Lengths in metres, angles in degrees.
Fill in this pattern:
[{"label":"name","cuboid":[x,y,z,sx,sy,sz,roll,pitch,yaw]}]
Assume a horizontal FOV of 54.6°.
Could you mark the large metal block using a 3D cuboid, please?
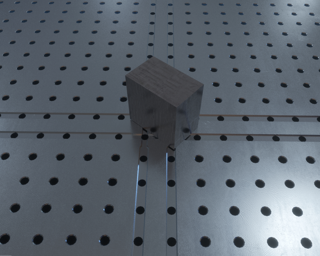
[{"label":"large metal block","cuboid":[0.005,-0.032,0.399,0.080,0.080,0.050,34,58,25]}]
